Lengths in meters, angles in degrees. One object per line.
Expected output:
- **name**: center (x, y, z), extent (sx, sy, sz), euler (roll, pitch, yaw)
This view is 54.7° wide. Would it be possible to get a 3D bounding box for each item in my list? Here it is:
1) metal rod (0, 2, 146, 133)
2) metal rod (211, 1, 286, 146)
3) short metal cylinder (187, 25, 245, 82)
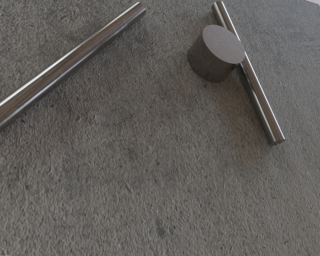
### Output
- **metal rod**: center (-0.103, -0.098, 0.407), extent (0.025, 0.025, 0.301), euler (38, 51, -3)
- **metal rod**: center (0.150, -0.109, 0.550), extent (0.025, 0.025, 0.299), euler (-1, 62, -29)
- **short metal cylinder**: center (0.092, -0.123, 0.512), extent (0.081, 0.050, 0.080), euler (14, 56, -21)
